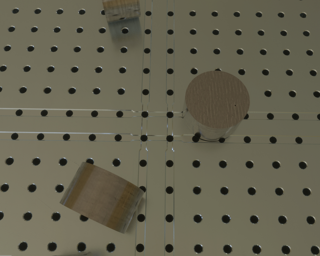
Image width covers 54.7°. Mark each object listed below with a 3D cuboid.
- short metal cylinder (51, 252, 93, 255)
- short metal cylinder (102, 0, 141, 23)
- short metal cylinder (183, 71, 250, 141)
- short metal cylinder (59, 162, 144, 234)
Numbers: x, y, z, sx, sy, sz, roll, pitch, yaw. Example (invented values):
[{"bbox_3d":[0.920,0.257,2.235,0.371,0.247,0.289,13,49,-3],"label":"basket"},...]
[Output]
[{"bbox_3d":[-0.097,0.173,0.319,0.050,0.080,0.080,-6,70,-2],"label":"short metal cylinder"},{"bbox_3d":[-0.062,-0.200,0.455,0.050,0.080,0.080,-13,71,-5],"label":"short metal cylinder"},{"bbox_3d":[0.072,-0.028,0.409,0.081,0.050,0.080,0,70,0],"label":"short metal cylinder"},{"bbox_3d":[-0.065,0.079,0.353,0.080,0.080,0.050,23,72,8],"label":"short metal cylinder"}]
